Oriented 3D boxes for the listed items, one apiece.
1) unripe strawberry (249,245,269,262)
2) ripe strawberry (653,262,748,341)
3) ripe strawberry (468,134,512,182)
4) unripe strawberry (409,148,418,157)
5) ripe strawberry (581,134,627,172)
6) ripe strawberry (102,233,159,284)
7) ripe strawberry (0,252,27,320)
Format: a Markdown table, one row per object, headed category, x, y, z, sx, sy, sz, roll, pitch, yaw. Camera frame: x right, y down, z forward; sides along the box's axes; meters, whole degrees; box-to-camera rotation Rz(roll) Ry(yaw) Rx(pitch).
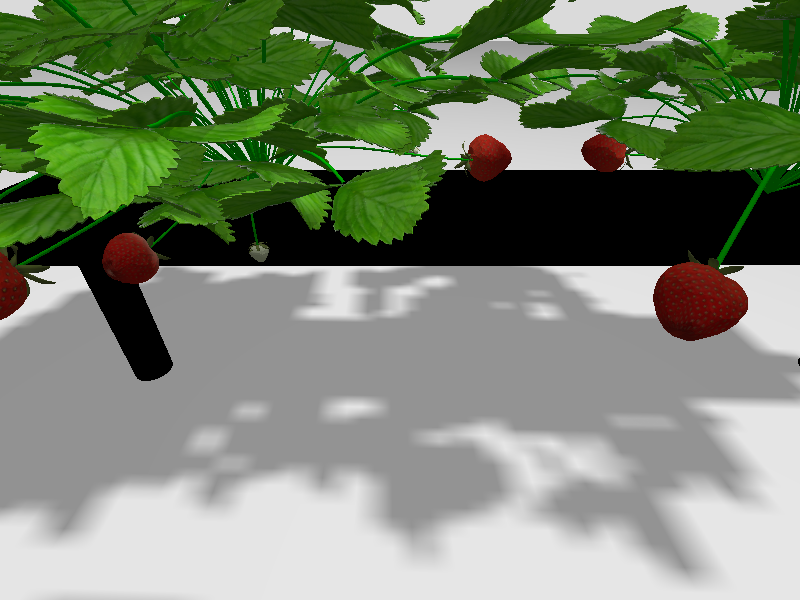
| category | x | y | z | sx | sy | sz | roll | pitch | yaw |
| --- | --- | --- | --- | --- | --- | --- | --- | --- | --- |
| unripe strawberry | -0.085 | -0.028 | 0.241 | 0.011 | 0.011 | 0.010 | -8 | 35 | -12 |
| ripe strawberry | 0.138 | 0.002 | 0.188 | 0.037 | 0.037 | 0.031 | 29 | -18 | 35 |
| ripe strawberry | 0.086 | -0.135 | 0.382 | 0.043 | 0.042 | 0.040 | -6 | 35 | -10 |
| unripe strawberry | 0.015 | -0.162 | 0.440 | 0.010 | 0.011 | 0.012 | -24 | 41 | -30 |
| ripe strawberry | 0.206 | -0.151 | 0.406 | 0.042 | 0.041 | 0.039 | 17 | 38 | 24 |
| ripe strawberry | -0.153 | -0.022 | 0.225 | 0.025 | 0.029 | 0.027 | 7 | 36 | 10 |
| ripe strawberry | -0.211 | -0.005 | 0.192 | 0.040 | 0.043 | 0.043 | 15 | 38 | 21 |
